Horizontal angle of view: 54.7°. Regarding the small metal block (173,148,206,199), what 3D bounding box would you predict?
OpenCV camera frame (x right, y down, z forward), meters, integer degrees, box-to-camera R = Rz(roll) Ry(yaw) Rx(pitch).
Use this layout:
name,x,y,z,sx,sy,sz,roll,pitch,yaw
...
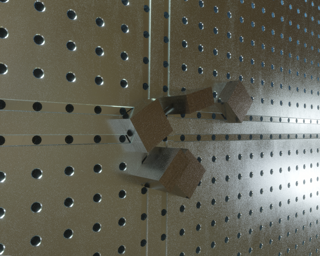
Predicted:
name,x,y,z,sx,sy,sz,roll,pitch,yaw
small metal block,0.032,0.064,0.439,0.050,0.025,0.050,50,61,-29

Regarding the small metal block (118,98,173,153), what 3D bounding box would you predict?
name,x,y,z,sx,sy,sz,roll,pitch,yaw
small metal block,-0.017,-0.004,0.397,0.050,0.025,0.050,-40,115,-33

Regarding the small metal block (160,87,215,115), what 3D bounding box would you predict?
name,x,y,z,sx,sy,sz,roll,pitch,yaw
small metal block,0.038,-0.037,0.427,0.050,0.050,0.025,-21,104,-38

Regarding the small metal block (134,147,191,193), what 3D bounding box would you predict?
name,x,y,z,sx,sy,sz,roll,pitch,yaw
small metal block,0.003,0.052,0.397,0.025,0.050,0.050,52,60,-28

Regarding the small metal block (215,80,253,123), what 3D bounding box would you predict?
name,x,y,z,sx,sy,sz,roll,pitch,yaw
small metal block,0.124,-0.043,0.516,0.050,0.025,0.050,48,61,-29
